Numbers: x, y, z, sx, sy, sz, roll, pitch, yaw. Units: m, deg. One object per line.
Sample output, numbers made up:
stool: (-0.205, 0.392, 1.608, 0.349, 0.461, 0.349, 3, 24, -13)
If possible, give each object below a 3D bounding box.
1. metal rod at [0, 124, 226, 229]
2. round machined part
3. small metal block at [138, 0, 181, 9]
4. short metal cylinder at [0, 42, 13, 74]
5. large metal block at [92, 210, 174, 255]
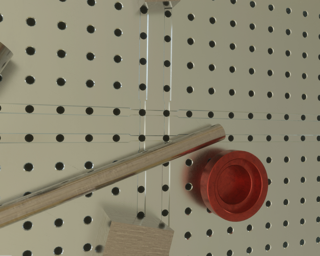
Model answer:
metal rod: (-0.048, 0.053, 0.395, 0.302, 0.025, 0.025, -19, 97, -19)
round machined part: (0.101, 0.079, 0.443, 0.099, 0.042, 0.097, 0, 90, -21)
small metal block: (-0.004, -0.189, 0.412, 0.050, 0.025, 0.050, -11, 94, -20)
short metal cylinder: (-0.199, -0.077, 0.310, 0.080, 0.080, 0.050, 32, 80, -18)
large metal block: (-0.037, 0.155, 0.387, 0.081, 0.050, 0.080, 16, 85, -20)
